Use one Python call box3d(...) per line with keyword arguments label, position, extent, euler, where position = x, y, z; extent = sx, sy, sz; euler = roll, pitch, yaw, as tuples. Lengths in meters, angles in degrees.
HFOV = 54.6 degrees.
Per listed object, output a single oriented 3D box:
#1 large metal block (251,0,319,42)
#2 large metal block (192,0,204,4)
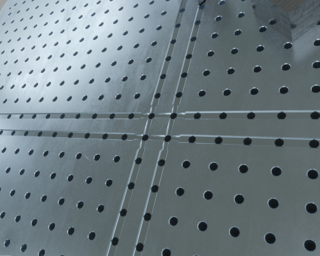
box3d(label="large metal block", position=(0.177, -0.172, 0.405), extent=(0.080, 0.050, 0.080), euler=(-36, 51, 4))
box3d(label="large metal block", position=(0.047, -0.265, 0.512), extent=(0.050, 0.080, 0.080), euler=(-41, 51, 0))
